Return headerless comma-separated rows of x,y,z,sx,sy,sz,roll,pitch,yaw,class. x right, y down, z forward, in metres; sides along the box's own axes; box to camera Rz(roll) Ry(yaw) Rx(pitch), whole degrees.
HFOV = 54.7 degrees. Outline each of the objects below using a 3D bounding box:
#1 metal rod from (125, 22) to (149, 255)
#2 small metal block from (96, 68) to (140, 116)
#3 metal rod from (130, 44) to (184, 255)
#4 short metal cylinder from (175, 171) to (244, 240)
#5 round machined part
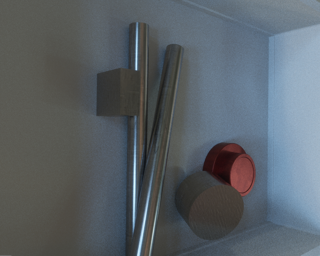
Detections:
-0.028,0.021,0.384,0.025,0.025,0.298,1,89,-40,metal rod
-0.048,-0.038,0.351,0.025,0.050,0.050,1,90,-40,small metal block
-0.002,0.031,0.378,0.025,0.025,0.299,25,66,-38,metal rod
0.068,0.106,0.431,0.081,0.050,0.079,-5,105,-18,short metal cylinder
0.117,0.073,0.496,0.099,0.042,0.097,0,90,-40,round machined part
